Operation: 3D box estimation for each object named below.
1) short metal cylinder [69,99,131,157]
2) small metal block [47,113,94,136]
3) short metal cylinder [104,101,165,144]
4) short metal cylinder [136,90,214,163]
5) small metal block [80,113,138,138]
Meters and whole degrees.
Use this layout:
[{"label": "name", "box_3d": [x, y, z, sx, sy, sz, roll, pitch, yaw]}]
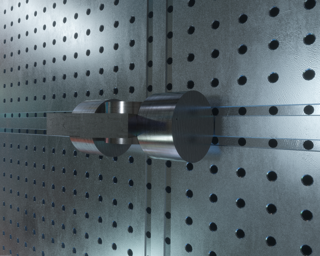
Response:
[{"label": "short metal cylinder", "box_3d": [-0.081, -0.001, 0.440, 0.050, 0.081, 0.079, 2, 91, 40]}, {"label": "small metal block", "box_3d": [-0.098, -0.004, 0.368, 0.050, 0.050, 0.025, 1, 91, 8]}, {"label": "short metal cylinder", "box_3d": [-0.030, -0.007, 0.398, 0.080, 0.081, 0.050, 2, 91, 40]}, {"label": "short metal cylinder", "box_3d": [0.019, -0.002, 0.357, 0.050, 0.081, 0.079, 1, 91, 41]}, {"label": "small metal block", "box_3d": [-0.052, -0.003, 0.336, 0.050, 0.050, 0.025, 1, 91, 9]}]
